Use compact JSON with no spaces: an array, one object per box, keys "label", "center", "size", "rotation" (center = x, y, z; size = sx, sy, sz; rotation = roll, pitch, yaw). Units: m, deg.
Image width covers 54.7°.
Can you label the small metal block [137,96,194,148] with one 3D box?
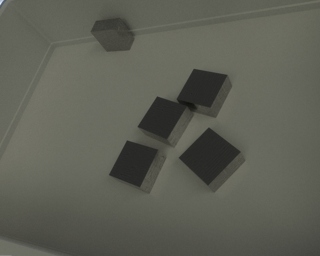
[{"label":"small metal block","center":[0.007,-0.009,0.406],"size":[0.050,0.025,0.050],"rotation":[22,73,35]}]

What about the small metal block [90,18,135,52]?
[{"label":"small metal block","center":[-0.080,-0.157,0.526],"size":[0.050,0.050,0.025],"rotation":[4,64,30]}]

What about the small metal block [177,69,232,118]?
[{"label":"small metal block","center":[0.058,-0.046,0.403],"size":[0.050,0.025,0.050],"rotation":[19,71,34]}]

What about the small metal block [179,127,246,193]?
[{"label":"small metal block","center":[0.059,0.036,0.352],"size":[0.050,0.025,0.050],"rotation":[-45,51,-4]}]

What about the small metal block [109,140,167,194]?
[{"label":"small metal block","center":[-0.028,0.048,0.389],"size":[0.050,0.025,0.050],"rotation":[14,69,33]}]
